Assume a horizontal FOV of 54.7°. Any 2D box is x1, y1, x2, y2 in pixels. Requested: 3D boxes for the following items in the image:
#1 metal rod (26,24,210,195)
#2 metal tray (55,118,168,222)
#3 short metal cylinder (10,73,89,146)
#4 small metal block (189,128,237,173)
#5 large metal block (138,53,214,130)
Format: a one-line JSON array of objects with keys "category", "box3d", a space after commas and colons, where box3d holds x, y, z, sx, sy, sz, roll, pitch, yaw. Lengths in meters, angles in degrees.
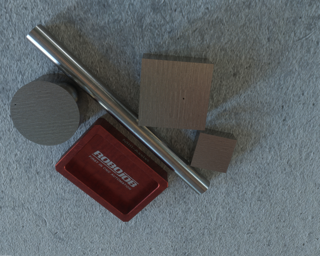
[{"category": "metal rod", "box3d": [-0.044, -0.014, 0.404, 0.025, 0.025, 0.300, -43, 105, 14]}, {"category": "metal tray", "box3d": [-0.064, 0.060, 0.430, 0.130, 0.030, 0.090, 42, 104, -14]}, {"category": "short metal cylinder", "box3d": [-0.135, -0.024, 0.387, 0.081, 0.050, 0.079, 0, 110, -1]}, {"category": "small metal block", "box3d": [0.071, 0.029, 0.423, 0.050, 0.025, 0.050, 12, 110, -5]}, {"category": "large metal block", "box3d": [0.017, -0.046, 0.381, 0.081, 0.050, 0.079, 4, 110, -2]}]
